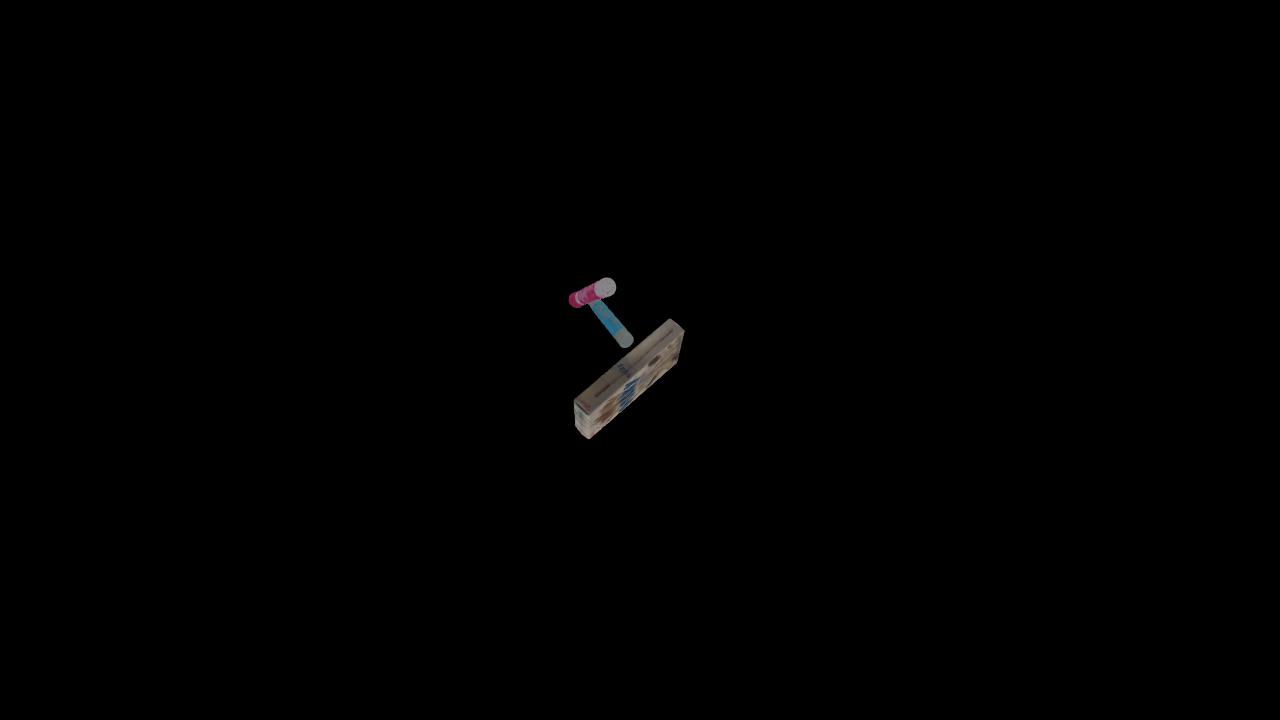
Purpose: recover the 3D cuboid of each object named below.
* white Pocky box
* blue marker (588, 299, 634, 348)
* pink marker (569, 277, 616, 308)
[{"bbox_3d":[-0.013,0.022,0.718,0.154,0.028,0.084,-41,-17,-21],"label":"white Pocky box"},{"bbox_3d":[-0.044,-0.056,0.768,0.020,0.020,0.121,0,35,-36],"label":"blue marker"},{"bbox_3d":[-0.053,-0.070,0.654,0.020,0.020,0.121,0,-1,-21],"label":"pink marker"}]
